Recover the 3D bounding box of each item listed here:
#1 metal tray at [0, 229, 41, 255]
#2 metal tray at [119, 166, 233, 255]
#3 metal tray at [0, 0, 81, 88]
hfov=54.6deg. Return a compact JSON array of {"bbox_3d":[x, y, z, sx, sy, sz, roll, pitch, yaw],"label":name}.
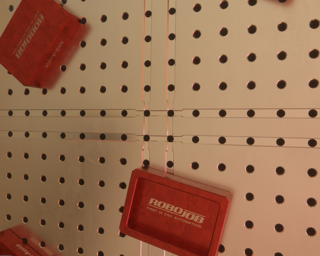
[{"bbox_3d":[-0.227,0.235,0.490,0.130,0.030,0.090,30,100,17],"label":"metal tray"},{"bbox_3d":[0.019,0.111,0.403,0.130,0.030,0.090,15,95,19],"label":"metal tray"},{"bbox_3d":[-0.192,-0.139,0.479,0.090,0.030,0.130,41,103,15],"label":"metal tray"}]
